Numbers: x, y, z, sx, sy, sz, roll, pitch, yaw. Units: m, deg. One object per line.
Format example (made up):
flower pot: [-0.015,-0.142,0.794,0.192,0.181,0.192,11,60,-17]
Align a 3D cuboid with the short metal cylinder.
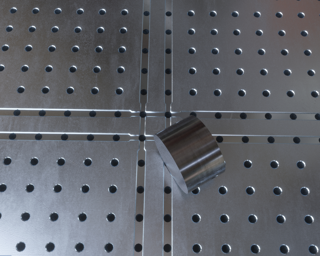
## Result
short metal cylinder: [0.034,0.031,0.372,0.050,0.080,0.080,-28,73,-10]
